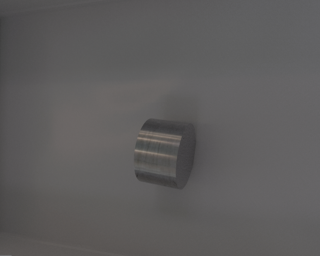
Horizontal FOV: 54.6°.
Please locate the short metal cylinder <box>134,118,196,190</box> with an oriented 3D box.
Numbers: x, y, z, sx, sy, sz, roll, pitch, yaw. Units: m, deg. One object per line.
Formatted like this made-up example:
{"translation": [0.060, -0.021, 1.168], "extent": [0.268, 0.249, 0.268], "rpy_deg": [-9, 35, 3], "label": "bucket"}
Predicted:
{"translation": [0.008, 0.031, 0.379], "extent": [0.050, 0.080, 0.080], "rpy_deg": [8, 93, 20], "label": "short metal cylinder"}
